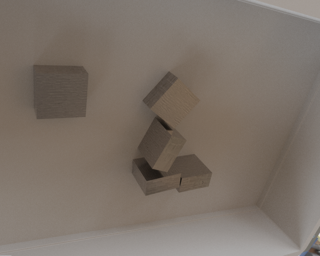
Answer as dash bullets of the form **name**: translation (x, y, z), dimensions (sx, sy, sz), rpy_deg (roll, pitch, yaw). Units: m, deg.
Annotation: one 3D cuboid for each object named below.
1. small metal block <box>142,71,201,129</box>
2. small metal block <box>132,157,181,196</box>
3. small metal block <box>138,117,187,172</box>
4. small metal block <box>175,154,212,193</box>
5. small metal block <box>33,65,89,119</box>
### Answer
- **small metal block**: translation (0.015, -0.035, 0.397), dimensions (0.050, 0.025, 0.050), rpy_deg (-48, 130, 5)
- **small metal block**: translation (-0.006, 0.063, 0.430), dimensions (0.050, 0.050, 0.025), rpy_deg (-9, 123, -24)
- **small metal block**: translation (0.001, 0.022, 0.408), dimensions (0.025, 0.050, 0.050), rpy_deg (19, 108, -36)
- **small metal block**: translation (0.040, 0.065, 0.457), dimensions (0.050, 0.050, 0.025), rpy_deg (-6, 121, -26)
- **small metal block**: translation (-0.105, -0.038, 0.328), dimensions (0.050, 0.025, 0.050), rpy_deg (-4, 120, -27)
